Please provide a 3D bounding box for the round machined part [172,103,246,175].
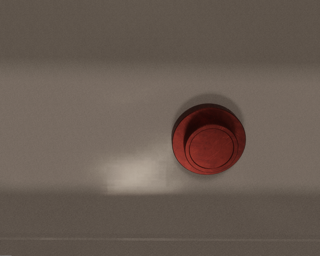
[{"bbox_3d":[0.065,0.020,0.411,0.099,0.042,0.097,0,110,-1],"label":"round machined part"}]
